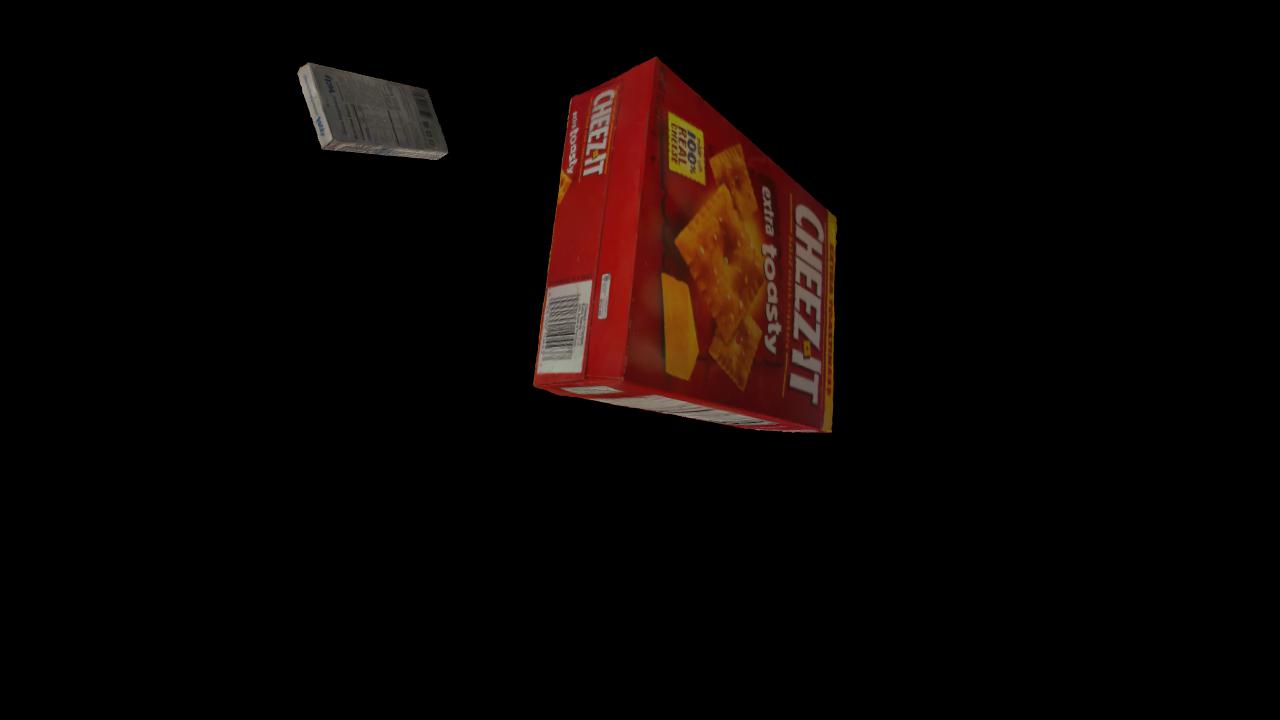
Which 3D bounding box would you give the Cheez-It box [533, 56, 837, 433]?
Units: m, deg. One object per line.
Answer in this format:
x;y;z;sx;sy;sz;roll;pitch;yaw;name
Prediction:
0.047;-0.046;0.383;0.071;0.166;0.223;-3;-13;41;Cheez-It box

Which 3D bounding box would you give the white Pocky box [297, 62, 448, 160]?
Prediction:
-0.291;-0.271;0.686;0.028;0.084;0.154;-16;3;32;white Pocky box
